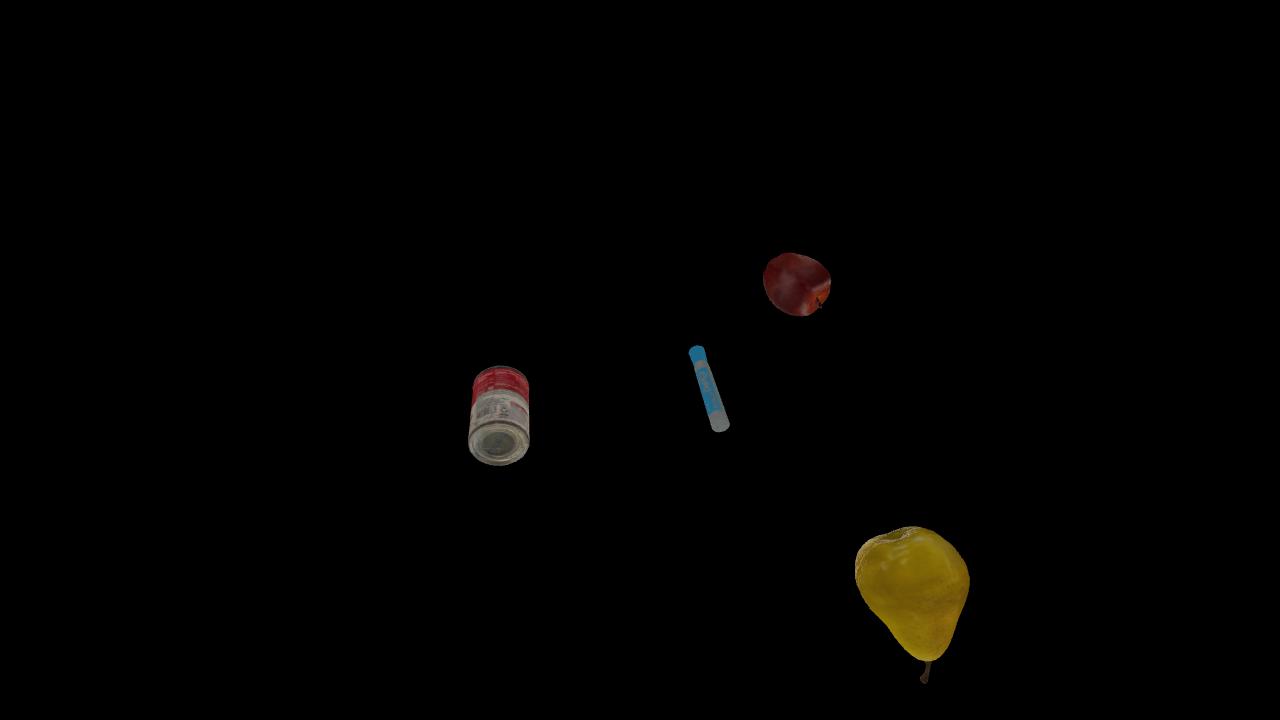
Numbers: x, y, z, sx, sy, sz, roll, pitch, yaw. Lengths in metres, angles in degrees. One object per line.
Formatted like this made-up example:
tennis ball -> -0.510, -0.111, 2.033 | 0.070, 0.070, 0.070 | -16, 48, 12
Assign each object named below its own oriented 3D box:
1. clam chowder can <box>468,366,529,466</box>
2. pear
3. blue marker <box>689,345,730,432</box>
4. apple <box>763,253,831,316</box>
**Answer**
clam chowder can -> -0.161, 0.063, 0.710 | 0.068, 0.068, 0.102 | 0, 36, -11
pear -> 0.214, 0.186, 0.465 | 0.080, 0.111, 0.080 | -20, -8, -3
blue marker -> 0.073, 0.027, 0.664 | 0.020, 0.020, 0.121 | 0, 42, -11
apple -> 0.208, -0.100, 0.818 | 0.093, 0.079, 0.079 | 45, 26, 28
